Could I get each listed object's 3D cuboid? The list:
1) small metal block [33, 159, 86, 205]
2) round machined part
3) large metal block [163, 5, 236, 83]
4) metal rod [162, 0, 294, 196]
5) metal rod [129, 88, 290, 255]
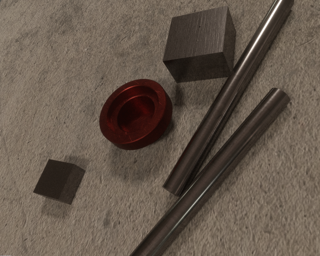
[{"bbox_3d":[-0.139,0.074,0.429,0.050,0.025,0.050,6,64,30],"label":"small metal block"},{"bbox_3d":[-0.028,-0.014,0.415,0.098,0.042,0.098,-13,56,20],"label":"round machined part"},{"bbox_3d":[0.057,-0.113,0.426,0.080,0.050,0.080,-3,60,26],"label":"large metal block"},{"bbox_3d":[0.091,-0.050,0.385,0.025,0.025,0.300,23,73,36],"label":"metal rod"},{"bbox_3d":[0.039,0.074,0.337,0.300,0.025,0.025,-48,52,-6],"label":"metal rod"}]
